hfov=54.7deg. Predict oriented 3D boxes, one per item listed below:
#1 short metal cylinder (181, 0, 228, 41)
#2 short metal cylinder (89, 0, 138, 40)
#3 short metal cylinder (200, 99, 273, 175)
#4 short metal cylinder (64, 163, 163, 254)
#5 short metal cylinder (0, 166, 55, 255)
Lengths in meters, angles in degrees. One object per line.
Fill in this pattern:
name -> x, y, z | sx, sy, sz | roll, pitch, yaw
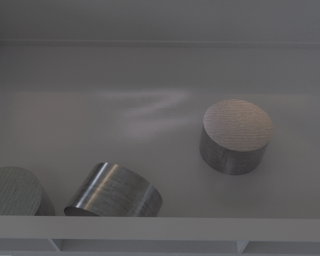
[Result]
short metal cylinder -> 0.079, -0.204, 0.563 | 0.080, 0.050, 0.080 | 0, 50, 0
short metal cylinder -> -0.082, -0.204, 0.542 | 0.081, 0.080, 0.050 | -9, 51, -7
short metal cylinder -> 0.091, 0.011, 0.380 | 0.080, 0.050, 0.080 | 0, 50, 0
short metal cylinder -> -0.044, 0.079, 0.303 | 0.080, 0.080, 0.050 | 19, 53, 15
short metal cylinder -> -0.154, 0.086, 0.315 | 0.080, 0.050, 0.080 | 0, 50, 0
